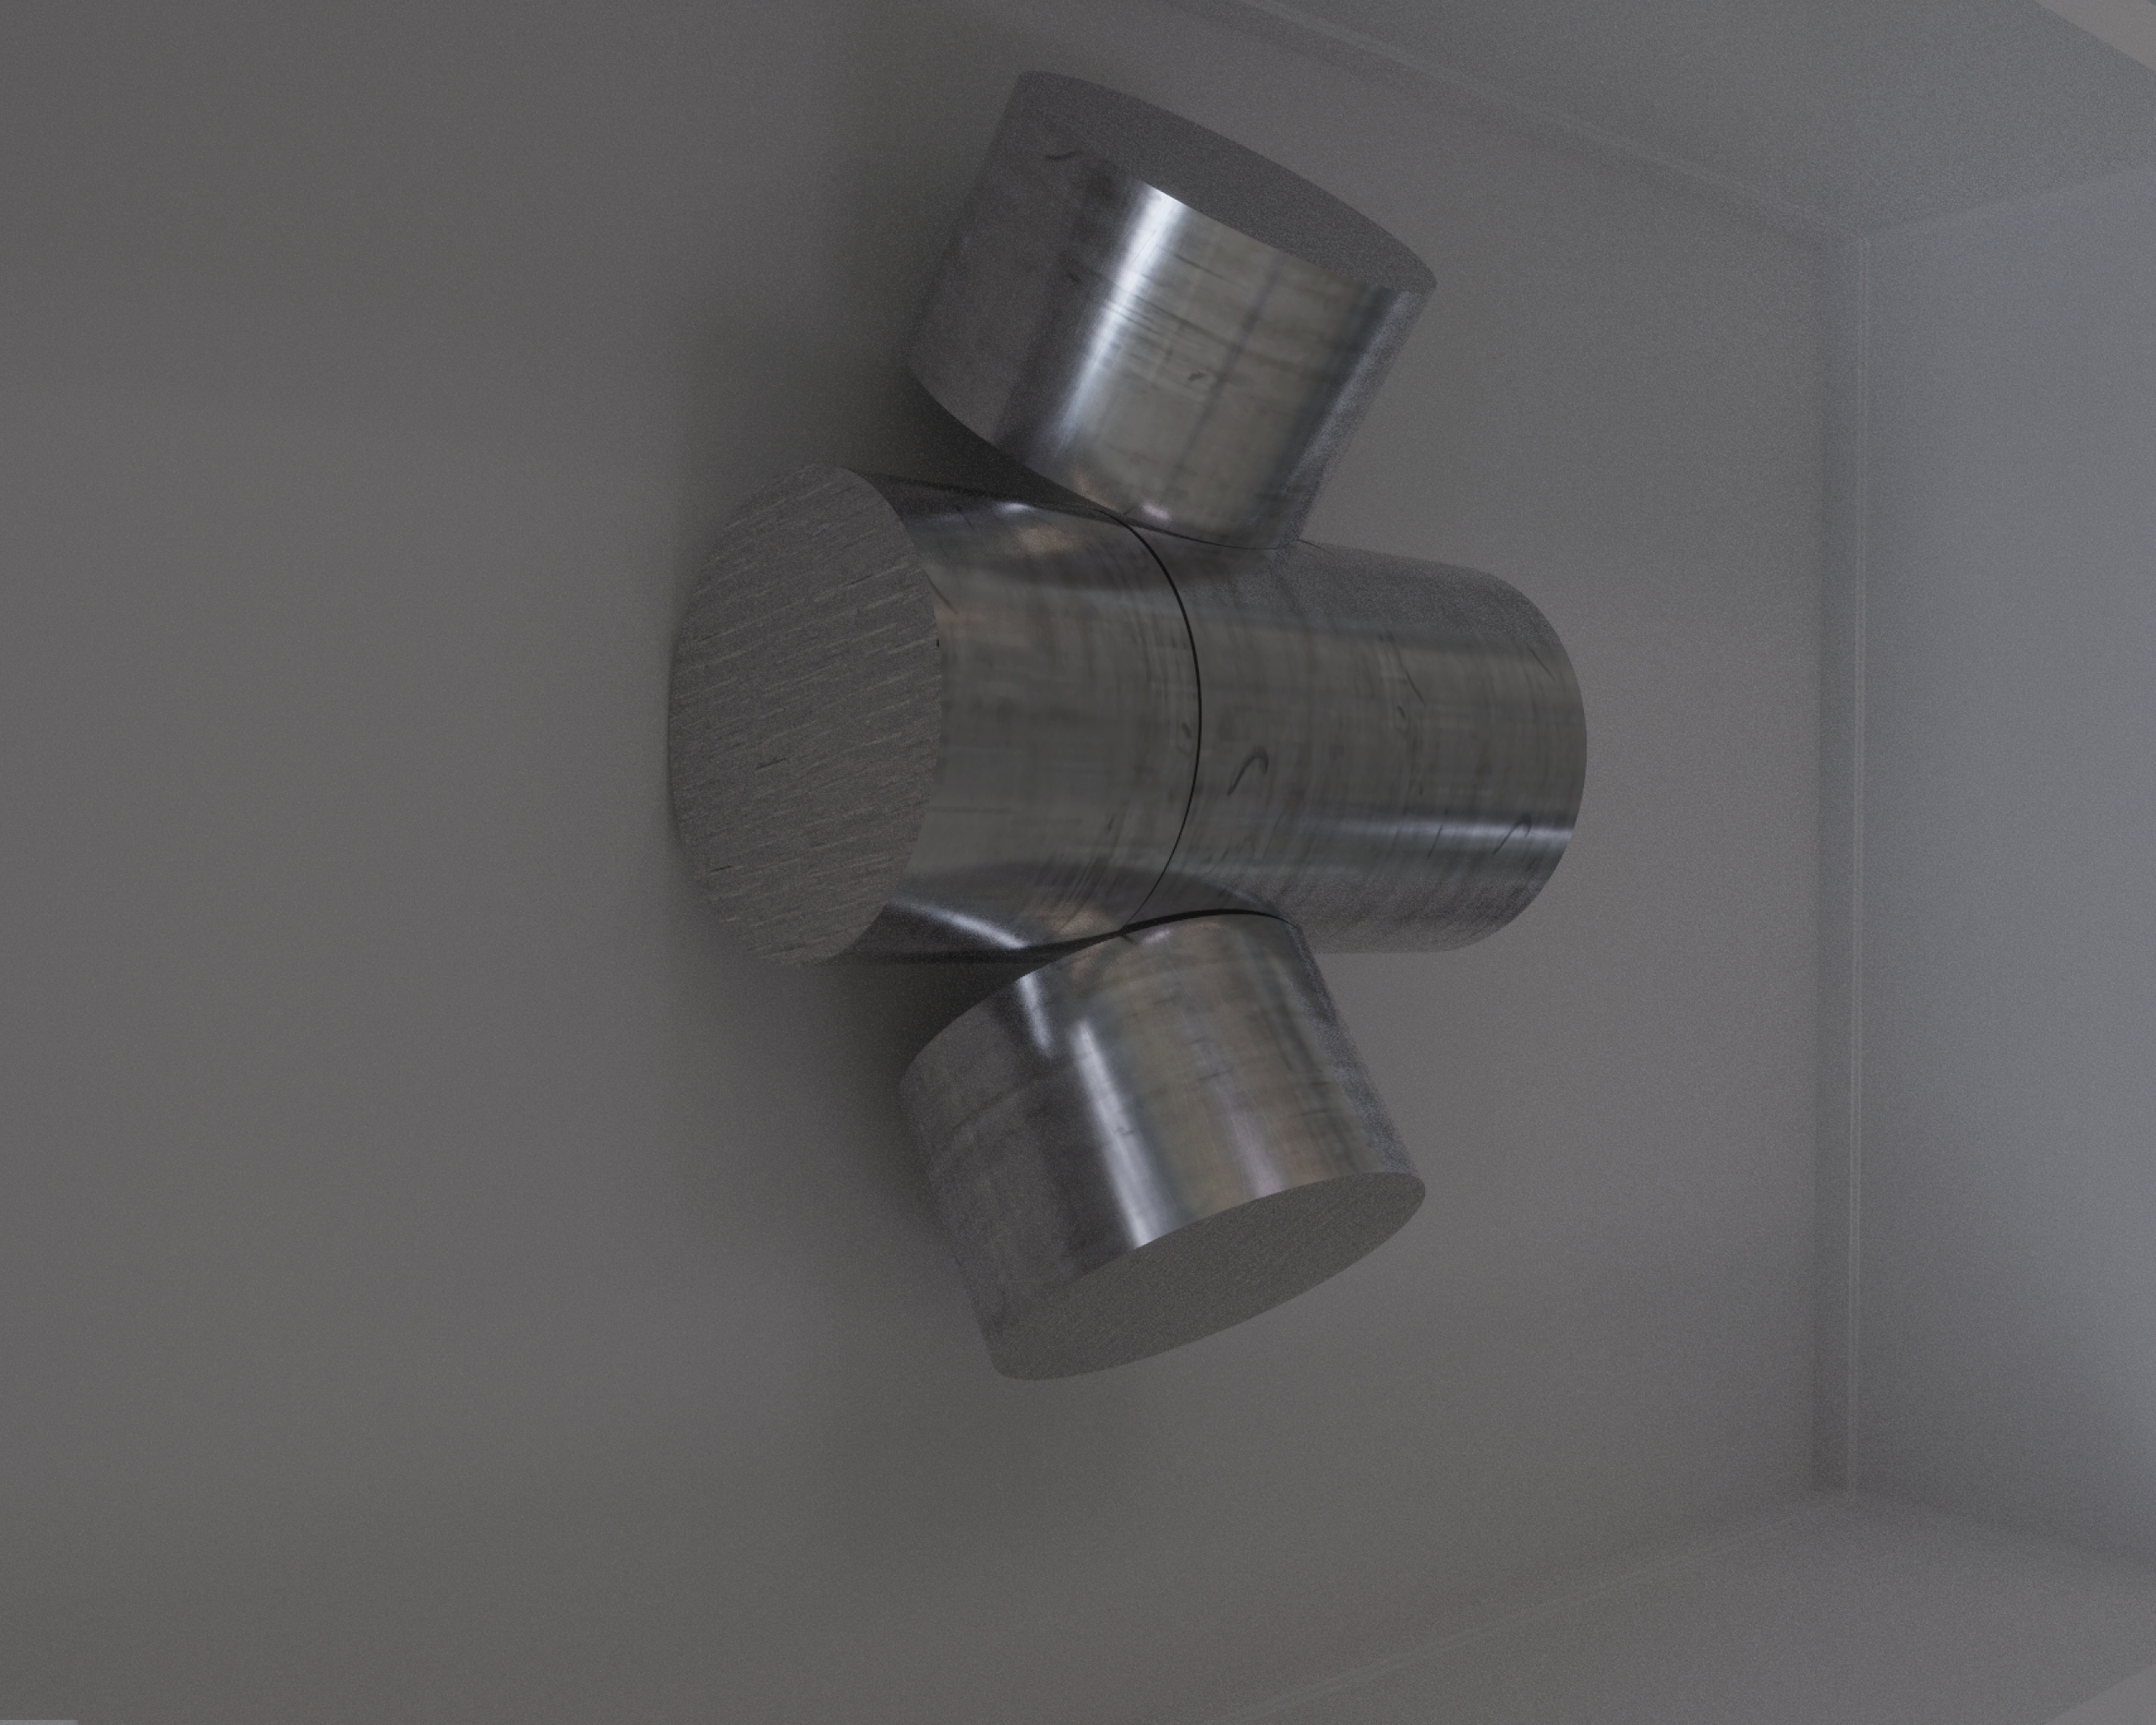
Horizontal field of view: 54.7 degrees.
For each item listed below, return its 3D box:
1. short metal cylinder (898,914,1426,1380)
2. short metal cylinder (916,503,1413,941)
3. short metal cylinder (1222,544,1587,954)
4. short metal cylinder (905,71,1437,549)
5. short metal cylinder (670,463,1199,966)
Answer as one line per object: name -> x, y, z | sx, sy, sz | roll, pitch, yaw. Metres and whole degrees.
short metal cylinder -> 0.014, 0.052, 0.371 | 0.081, 0.080, 0.050 | 0, 56, -40
short metal cylinder -> 0.014, -0.022, 0.380 | 0.050, 0.080, 0.080 | 2, 89, -40
short metal cylinder -> 0.052, -0.022, 0.412 | 0.050, 0.080, 0.080 | 2, 89, -40
short metal cylinder -> 0.016, -0.099, 0.372 | 0.081, 0.080, 0.050 | 2, 127, -40
short metal cylinder -> -0.026, -0.023, 0.347 | 0.050, 0.080, 0.080 | 2, 89, -40
